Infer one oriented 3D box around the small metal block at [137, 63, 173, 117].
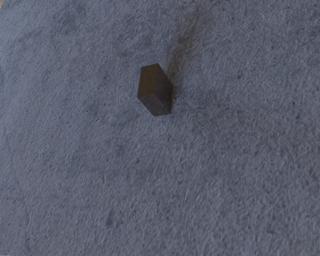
[{"bbox_3d":[-0.005,-0.051,0.423,0.025,0.050,0.050,-9,58,24],"label":"small metal block"}]
